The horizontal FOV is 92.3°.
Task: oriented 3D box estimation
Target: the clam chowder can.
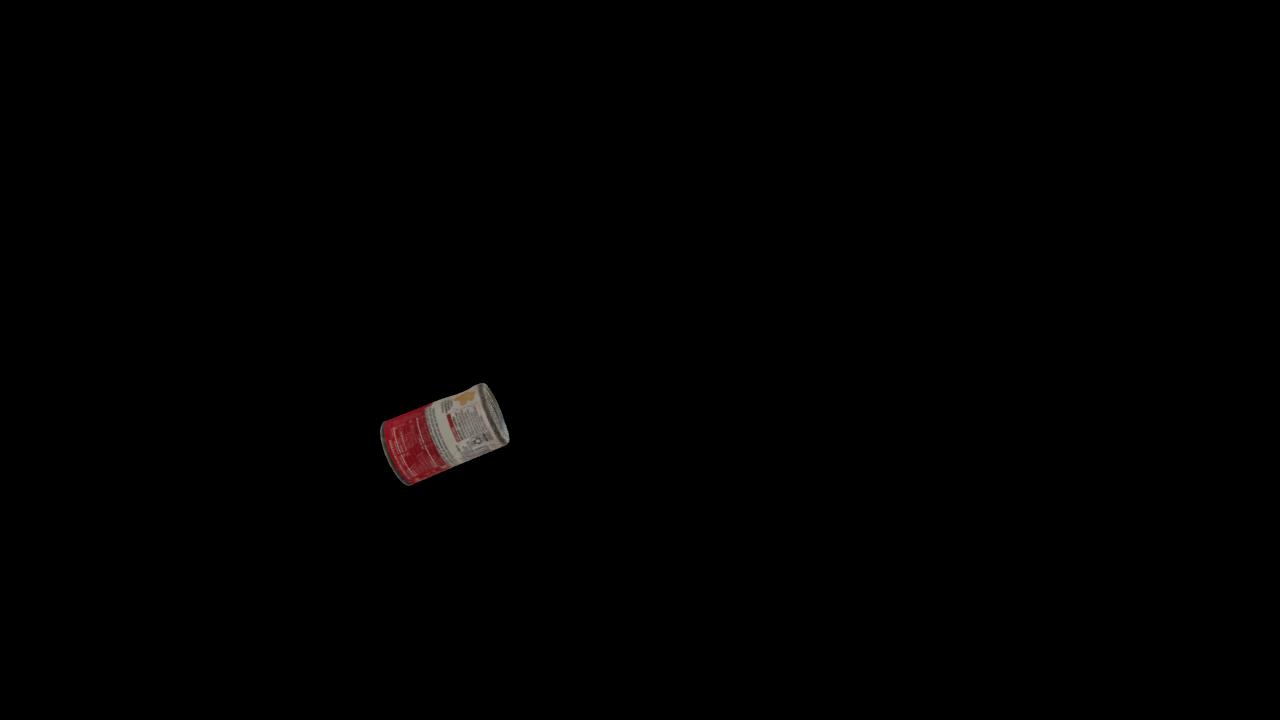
[{"bbox_3d":[-0.186,0.071,0.595,0.102,0.068,0.068,-22,2,-5],"label":"clam chowder can"}]
